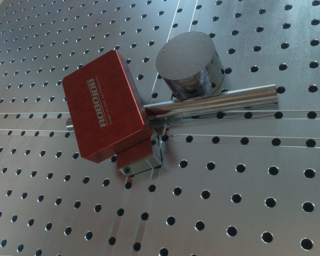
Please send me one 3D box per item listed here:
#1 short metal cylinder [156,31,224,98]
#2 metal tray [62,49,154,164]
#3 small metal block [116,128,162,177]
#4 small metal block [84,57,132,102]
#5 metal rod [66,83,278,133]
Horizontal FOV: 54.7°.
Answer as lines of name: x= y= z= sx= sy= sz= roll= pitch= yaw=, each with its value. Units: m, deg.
short metal cylinder: x=0.041 y=-0.083 z=0.420 sx=0.080 sy=0.050 sz=0.080 roll=-13 pitch=56 yaw=20
metal tray: x=-0.073 y=-0.030 z=0.410 sx=0.090 sy=0.030 sz=0.130 roll=-27 pitch=64 yaw=11
small metal block: x=-0.029 y=0.029 z=0.403 sx=0.050 sy=0.025 sz=0.050 roll=-21 pitch=54 yaw=15
small metal block: x=-0.080 y=-0.074 z=0.477 sx=0.050 sy=0.050 sz=0.025 roll=-28 pitch=53 yaw=10
metal rod: x=0.000 y=-0.022 z=0.421 sx=0.301 sy=0.025 sz=0.025 roll=-7 pitch=59 yaw=23
